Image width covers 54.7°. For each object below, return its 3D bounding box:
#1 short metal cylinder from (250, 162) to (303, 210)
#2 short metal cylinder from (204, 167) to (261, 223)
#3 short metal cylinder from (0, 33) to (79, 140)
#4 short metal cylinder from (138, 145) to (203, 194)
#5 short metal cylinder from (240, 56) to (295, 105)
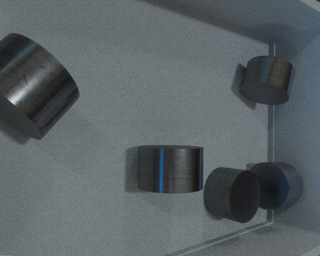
[{"bbox_3d":[0.198,0.100,0.541,0.050,0.080,0.080,5,87,-40],"label":"short metal cylinder"},{"bbox_3d":[0.115,0.104,0.490,0.081,0.050,0.079,0,90,-40],"label":"short metal cylinder"},{"bbox_3d":[-0.120,-0.034,0.271,0.080,0.080,0.050,50,60,-29],"label":"short metal cylinder"},{"bbox_3d":[0.013,0.048,0.384,0.081,0.080,0.050,1,90,-40],"label":"short metal cylinder"},{"bbox_3d":[0.182,-0.079,0.527,0.080,0.080,0.050,31,71,-36],"label":"short metal cylinder"}]
